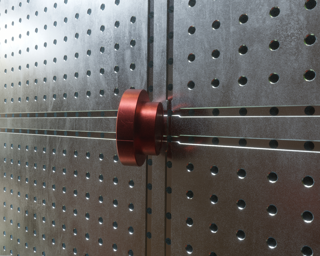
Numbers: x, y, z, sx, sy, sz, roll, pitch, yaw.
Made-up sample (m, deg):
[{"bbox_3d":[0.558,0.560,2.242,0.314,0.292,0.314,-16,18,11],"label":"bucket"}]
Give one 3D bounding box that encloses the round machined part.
[{"bbox_3d":[-0.020,0.000,0.392,0.042,0.098,0.097,3,92,9],"label":"round machined part"}]
